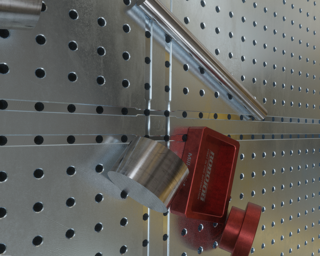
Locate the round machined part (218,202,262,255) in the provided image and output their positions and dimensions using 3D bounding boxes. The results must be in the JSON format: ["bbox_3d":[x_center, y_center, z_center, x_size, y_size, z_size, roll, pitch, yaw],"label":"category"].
[{"bbox_3d":[0.122,0.161,0.481,0.098,0.042,0.098,17,91,-73],"label":"round machined part"}]

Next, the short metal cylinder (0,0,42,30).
[{"bbox_3d":[-0.138,-0.124,0.257,0.050,0.080,0.079,-11,97,-40],"label":"short metal cylinder"}]

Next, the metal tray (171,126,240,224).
[{"bbox_3d":[0.071,0.071,0.465,0.090,0.030,0.130,22,76,-38],"label":"metal tray"}]

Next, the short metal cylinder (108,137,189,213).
[{"bbox_3d":[-0.013,0.055,0.362,0.080,0.080,0.050,50,61,-29],"label":"short metal cylinder"}]

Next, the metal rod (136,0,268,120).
[{"bbox_3d":[0.081,-0.094,0.476,0.301,0.025,0.025,34,69,-35],"label":"metal rod"}]
